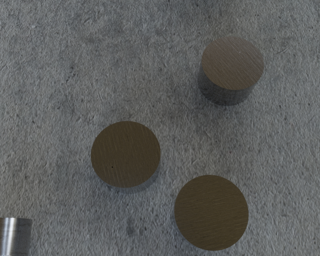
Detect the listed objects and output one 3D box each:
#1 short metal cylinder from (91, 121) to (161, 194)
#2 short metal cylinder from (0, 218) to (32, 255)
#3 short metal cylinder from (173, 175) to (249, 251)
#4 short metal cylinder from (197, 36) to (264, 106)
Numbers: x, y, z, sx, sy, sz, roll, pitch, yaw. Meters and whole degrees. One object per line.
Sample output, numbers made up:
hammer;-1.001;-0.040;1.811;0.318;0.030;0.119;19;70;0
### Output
short metal cylinder;-0.039;0.037;0.381;0.081;0.050;0.080;0;70;0
short metal cylinder;-0.183;0.125;0.332;0.081;0.080;0.050;-2;70;-1
short metal cylinder;0.056;0.099;0.359;0.081;0.050;0.080;0;70;0
short metal cylinder;0.094;-0.077;0.423;0.081;0.050;0.080;0;70;0
